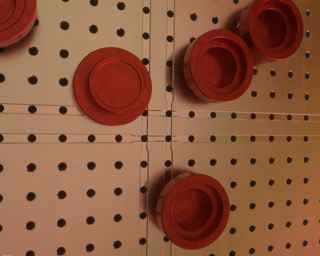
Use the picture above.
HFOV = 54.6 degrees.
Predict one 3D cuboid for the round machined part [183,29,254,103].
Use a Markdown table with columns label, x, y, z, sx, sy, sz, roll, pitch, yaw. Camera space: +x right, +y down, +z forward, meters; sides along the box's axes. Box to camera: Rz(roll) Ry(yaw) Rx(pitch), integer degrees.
| label | x | y | z | sx | sy | sz | roll | pitch | yaw |
| --- | --- | --- | --- | --- | --- | --- | --- | --- | --- |
| round machined part | 0.077 | -0.083 | 0.431 | 0.099 | 0.042 | 0.097 | 0 | 90 | -20 |

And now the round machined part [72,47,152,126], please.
| label | x | y | z | sx | sy | sz | roll | pitch | yaw |
| --- | --- | --- | --- | --- | --- | --- | --- | --- | --- |
| round machined part | -0.056 | -0.051 | 0.383 | 0.099 | 0.042 | 0.097 | 0 | 90 | -20 |

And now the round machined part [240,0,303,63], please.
| label | x | y | z | sx | sy | sz | roll | pitch | yaw |
| --- | --- | --- | --- | --- | --- | --- | --- | --- | --- |
| round machined part | 0.160 | -0.146 | 0.462 | 0.099 | 0.042 | 0.097 | 0 | 90 | -20 |

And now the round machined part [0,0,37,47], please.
| label | x | y | z | sx | sy | sz | roll | pitch | yaw |
| --- | --- | --- | --- | --- | --- | --- | --- | --- | --- |
| round machined part | -0.186 | -0.135 | 0.335 | 0.099 | 0.042 | 0.097 | 0 | 90 | -20 |

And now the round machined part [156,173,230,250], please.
| label | x | y | z | sx | sy | sz | roll | pitch | yaw |
| --- | --- | --- | --- | --- | --- | --- | --- | --- | --- |
| round machined part | 0.041 | 0.108 | 0.418 | 0.099 | 0.042 | 0.097 | 0 | 90 | -20 |
